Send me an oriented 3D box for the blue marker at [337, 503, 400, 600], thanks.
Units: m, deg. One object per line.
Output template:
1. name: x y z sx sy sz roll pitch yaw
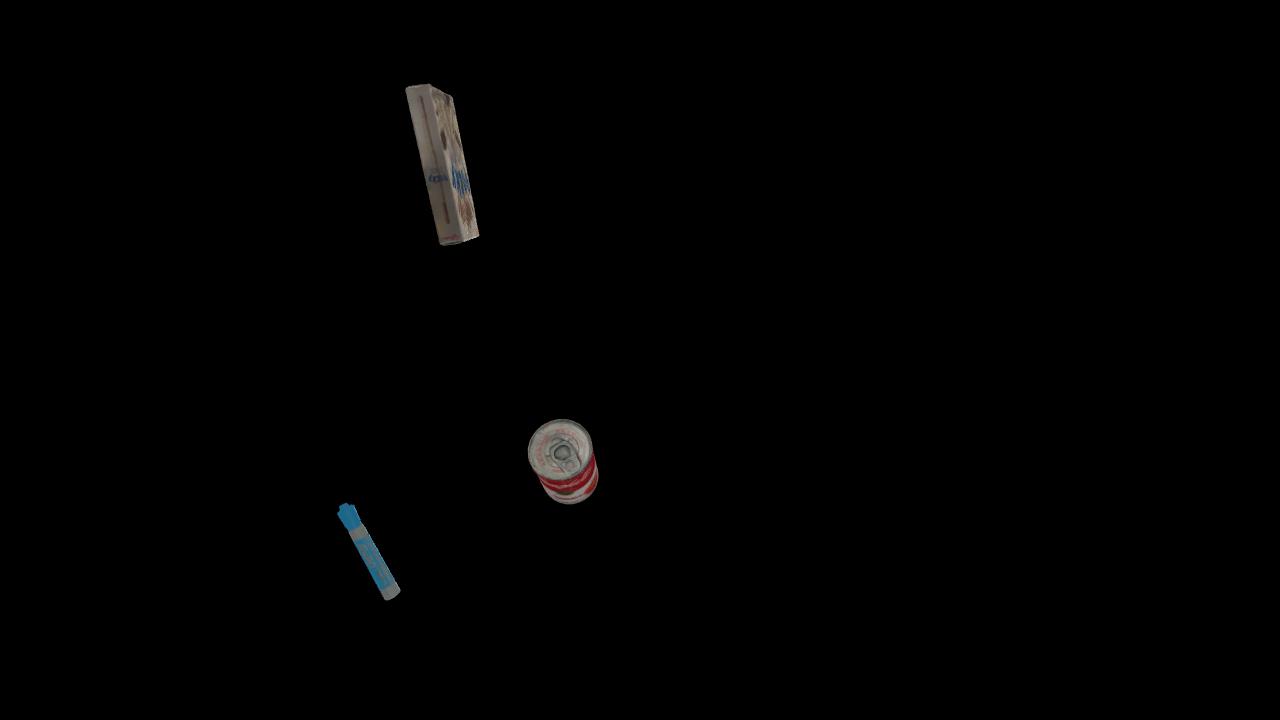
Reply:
1. blue marker: -0.303 0.213 0.687 0.020 0.121 0.020 -21 13 5

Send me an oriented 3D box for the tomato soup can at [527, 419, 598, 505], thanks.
1. tomato soup can: -0.082 0.115 0.678 0.068 0.068 0.101 0 -28 0

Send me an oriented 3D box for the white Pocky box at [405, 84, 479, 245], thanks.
1. white Pocky box: -0.205 -0.202 0.649 0.028 0.154 0.084 -8 16 0
